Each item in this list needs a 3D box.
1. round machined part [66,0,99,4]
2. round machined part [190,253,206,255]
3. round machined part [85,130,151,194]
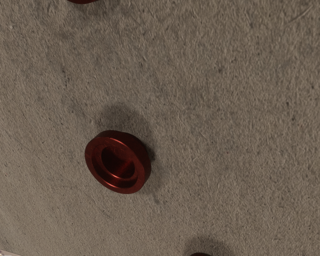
[{"bbox_3d":[-0.094,-0.183,0.330,0.098,0.042,0.097,13,124,20],"label":"round machined part"},{"bbox_3d":[0.064,0.256,0.494,0.098,0.042,0.097,24,123,46],"label":"round machined part"},{"bbox_3d":[-0.056,0.045,0.452,0.098,0.042,0.097,13,124,20],"label":"round machined part"}]
